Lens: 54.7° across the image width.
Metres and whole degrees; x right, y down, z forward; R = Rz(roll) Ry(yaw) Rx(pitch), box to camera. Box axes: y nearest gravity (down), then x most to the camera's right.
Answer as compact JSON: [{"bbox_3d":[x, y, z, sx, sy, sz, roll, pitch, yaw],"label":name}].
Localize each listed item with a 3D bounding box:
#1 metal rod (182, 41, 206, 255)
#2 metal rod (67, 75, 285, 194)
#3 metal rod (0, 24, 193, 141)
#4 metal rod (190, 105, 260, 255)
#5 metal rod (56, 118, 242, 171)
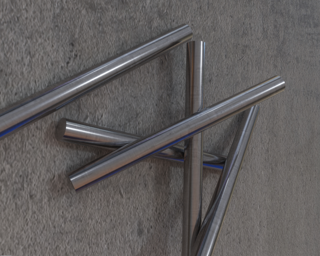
[{"bbox_3d":[0.044,0.037,0.407,0.025,0.025,0.298,3,88,-40],"label":"metal rod"},{"bbox_3d":[0.036,-0.002,0.376,0.302,0.025,0.025,-25,107,-21],"label":"metal rod"},{"bbox_3d":[-0.066,-0.060,0.349,0.302,0.025,0.025,-36,112,-34],"label":"metal rod"},{"bbox_3d":[0.102,0.067,0.449,0.025,0.025,0.301,54,46,-26],"label":"metal rod"},{"bbox_3d":[0.011,0.032,0.413,0.302,0.025,0.025,15,81,-39],"label":"metal rod"}]
